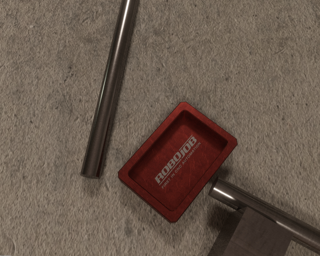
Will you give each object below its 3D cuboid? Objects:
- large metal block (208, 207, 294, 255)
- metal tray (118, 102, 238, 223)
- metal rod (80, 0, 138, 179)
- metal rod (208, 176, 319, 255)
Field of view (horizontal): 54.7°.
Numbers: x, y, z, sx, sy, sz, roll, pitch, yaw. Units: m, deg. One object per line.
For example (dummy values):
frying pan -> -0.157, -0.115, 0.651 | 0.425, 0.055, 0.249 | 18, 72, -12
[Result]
large metal block -> 0.087, 0.136, 0.330 | 0.050, 0.080, 0.080 | 30, 73, 10
metal tray -> 0.023, 0.041, 0.390 | 0.090, 0.030, 0.130 | 38, 74, 12
metal rod -> -0.065, -0.078, 0.435 | 0.025, 0.025, 0.299 | 8, 70, 2
metal rod -> 0.195, 0.137, 0.349 | 0.301, 0.025, 0.025 | 28, 72, 5
